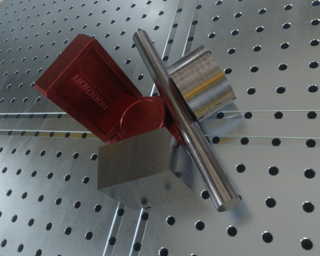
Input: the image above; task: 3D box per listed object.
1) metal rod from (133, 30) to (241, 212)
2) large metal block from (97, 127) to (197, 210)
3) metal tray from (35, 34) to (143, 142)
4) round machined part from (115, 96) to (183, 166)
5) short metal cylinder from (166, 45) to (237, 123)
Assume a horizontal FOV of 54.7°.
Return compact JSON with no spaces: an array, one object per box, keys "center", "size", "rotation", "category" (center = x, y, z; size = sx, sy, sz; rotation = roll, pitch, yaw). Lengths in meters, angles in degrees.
[{"center":[0.018,-0.033,0.391],"size":[0.025,0.025,0.300],"rotation":[-31,52,8],"category":"metal rod"},{"center":[-0.013,0.049,0.348],"size":[0.080,0.080,0.050],"rotation":[-18,55,18],"category":"large metal block"},{"center":[-0.087,-0.048,0.415],"size":[0.030,0.130,0.090],"rotation":[31,79,37],"category":"metal tray"},{"center":[-0.017,-0.002,0.406],"size":[0.098,0.042,0.098],"rotation":[-13,56,20],"category":"round machined part"},{"center":[0.049,-0.053,0.377],"size":[0.050,0.080,0.080],"rotation":[-32,52,7],"category":"short metal cylinder"}]
